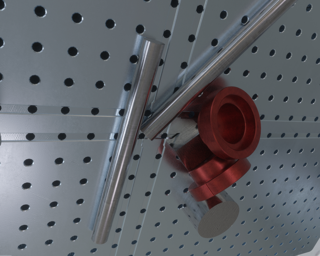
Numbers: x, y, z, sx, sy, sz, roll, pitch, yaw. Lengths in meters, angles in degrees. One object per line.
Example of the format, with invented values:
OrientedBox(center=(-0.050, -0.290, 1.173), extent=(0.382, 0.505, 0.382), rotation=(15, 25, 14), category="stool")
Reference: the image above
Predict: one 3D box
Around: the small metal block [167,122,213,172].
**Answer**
OrientedBox(center=(0.047, 0.028, 0.454), extent=(0.050, 0.025, 0.050), rotation=(-37, 129, -4), category="small metal block")

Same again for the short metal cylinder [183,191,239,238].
OrientedBox(center=(0.087, 0.140, 0.529), extent=(0.081, 0.050, 0.079), rotation=(-14, 124, -21), category="short metal cylinder")

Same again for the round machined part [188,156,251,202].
OrientedBox(center=(0.082, 0.064, 0.461), extent=(0.098, 0.098, 0.042), rotation=(-34, 86, -6), category="round machined part")

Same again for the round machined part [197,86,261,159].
OrientedBox(center=(0.091, -0.005, 0.426), extent=(0.099, 0.042, 0.098), rotation=(6, 79, -35), category="round machined part")

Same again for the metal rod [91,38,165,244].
OrientedBox(center=(-0.048, 0.033, 0.405), extent=(0.025, 0.025, 0.298), rotation=(4, 117, -30), category="metal rod")

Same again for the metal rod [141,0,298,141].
OrientedBox(center=(0.089, -0.096, 0.399), extent=(0.300, 0.025, 0.025), rotation=(-44, 129, 2), category="metal rod")
